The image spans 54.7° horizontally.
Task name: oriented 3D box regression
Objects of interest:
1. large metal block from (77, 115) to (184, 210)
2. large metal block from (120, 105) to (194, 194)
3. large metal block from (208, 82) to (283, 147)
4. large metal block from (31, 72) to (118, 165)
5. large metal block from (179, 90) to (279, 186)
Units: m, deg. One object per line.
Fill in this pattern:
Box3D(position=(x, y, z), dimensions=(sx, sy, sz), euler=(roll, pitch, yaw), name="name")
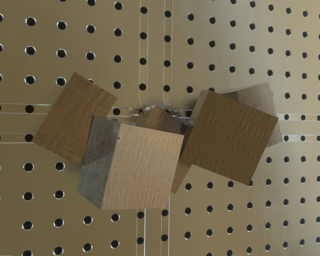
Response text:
Box3D(position=(-0.030, 0.036, 0.319), dimensions=(0.081, 0.050, 0.080), euler=(11, 93, -41), name="large metal block")
Box3D(position=(-0.002, 0.027, 0.399), dimensions=(0.080, 0.050, 0.080), euler=(34, 79, -17), name="large metal block")
Box3D(position=(0.113, -0.014, 0.426), dimensions=(0.050, 0.080, 0.080), euler=(-17, 96, -19), name="large metal block")
Box3D(position=(-0.098, -0.010, 0.347), dimensions=(0.050, 0.080, 0.080), euler=(32, 80, -18), name="large metal block")
Box3D(position=(0.073, 0.008, 0.354), dimensions=(0.080, 0.050, 0.080), euler=(22, 96, -4), name="large metal block")
